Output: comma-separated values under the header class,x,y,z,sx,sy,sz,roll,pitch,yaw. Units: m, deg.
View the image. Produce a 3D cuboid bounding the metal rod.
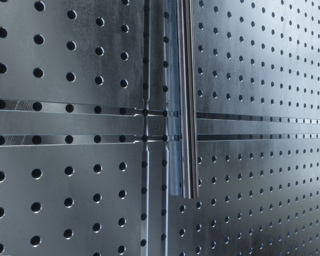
class,x,y,z,sx,sy,sz,roll,pitch,yaw
metal rod,0.038,-0.050,0.443,0.025,0.025,0.298,-4,93,-40
